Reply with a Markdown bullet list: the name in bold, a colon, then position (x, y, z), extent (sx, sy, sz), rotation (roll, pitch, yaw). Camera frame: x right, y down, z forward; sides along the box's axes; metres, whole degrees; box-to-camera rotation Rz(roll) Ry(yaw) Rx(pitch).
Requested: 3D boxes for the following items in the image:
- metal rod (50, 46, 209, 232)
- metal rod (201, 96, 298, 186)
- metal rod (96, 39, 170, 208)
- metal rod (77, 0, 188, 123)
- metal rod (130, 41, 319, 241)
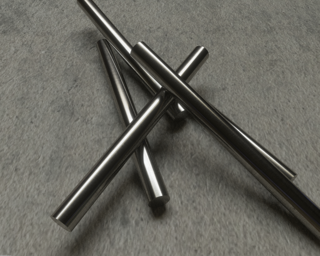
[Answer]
- **metal rod**: position (-0.017, -0.009, 0.375), extent (0.025, 0.025, 0.301), rotation (25, 56, 19)
- **metal rod**: position (0.056, -0.029, 0.428), extent (0.025, 0.025, 0.300), rotation (-31, 57, -23)
- **metal rod**: position (-0.048, -0.029, 0.427), extent (0.025, 0.025, 0.299), rotation (-14, 52, -12)
- **metal rod**: position (-0.053, -0.121, 0.484), extent (0.025, 0.025, 0.300), rotation (-27, 61, -21)
- **metal rod**: position (0.072, 0.003, 0.358), extent (0.025, 0.025, 0.300), rotation (-36, 72, -26)
